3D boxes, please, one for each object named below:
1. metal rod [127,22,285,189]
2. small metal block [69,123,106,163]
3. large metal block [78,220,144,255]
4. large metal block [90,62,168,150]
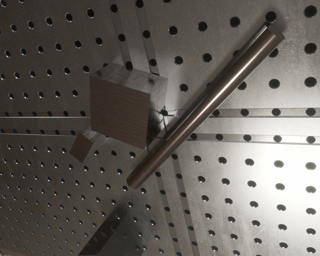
[{"bbox_3d":[0.034,-0.004,0.389,0.025,0.025,0.298,40,129,0],"label":"metal rod"},{"bbox_3d":[-0.102,0.017,0.457,0.025,0.050,0.050,38,129,2],"label":"small metal block"},{"bbox_3d":[-0.086,0.227,0.559,0.050,0.080,0.080,-17,109,34],"label":"large metal block"},{"bbox_3d":[-0.041,-0.029,0.397,0.080,0.050,0.079,19,126,16],"label":"large metal block"}]
